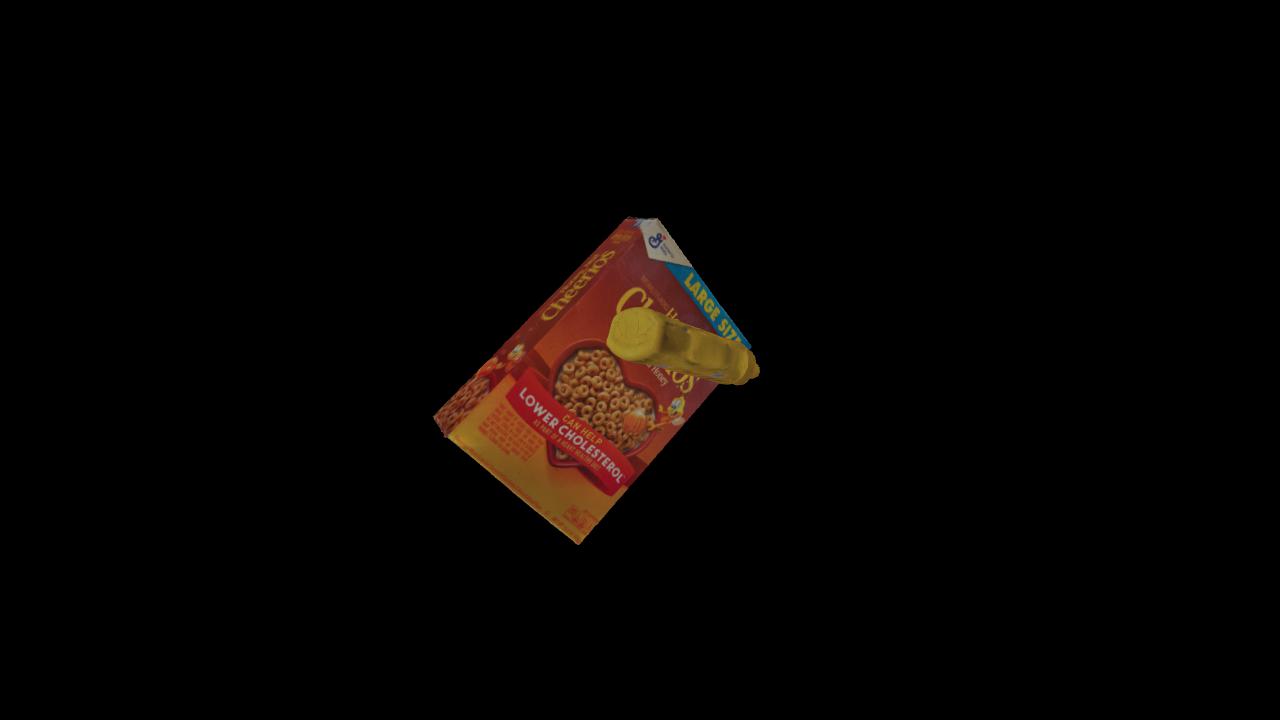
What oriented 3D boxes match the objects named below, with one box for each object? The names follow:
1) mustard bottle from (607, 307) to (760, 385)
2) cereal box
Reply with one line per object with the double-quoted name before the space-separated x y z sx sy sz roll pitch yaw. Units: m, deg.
"mustard bottle" 0.061 -0.006 0.645 0.184 0.054 0.092 16 -10 -37
"cereal box" -0.039 0.020 0.671 0.203 0.306 0.081 50 -13 -30
